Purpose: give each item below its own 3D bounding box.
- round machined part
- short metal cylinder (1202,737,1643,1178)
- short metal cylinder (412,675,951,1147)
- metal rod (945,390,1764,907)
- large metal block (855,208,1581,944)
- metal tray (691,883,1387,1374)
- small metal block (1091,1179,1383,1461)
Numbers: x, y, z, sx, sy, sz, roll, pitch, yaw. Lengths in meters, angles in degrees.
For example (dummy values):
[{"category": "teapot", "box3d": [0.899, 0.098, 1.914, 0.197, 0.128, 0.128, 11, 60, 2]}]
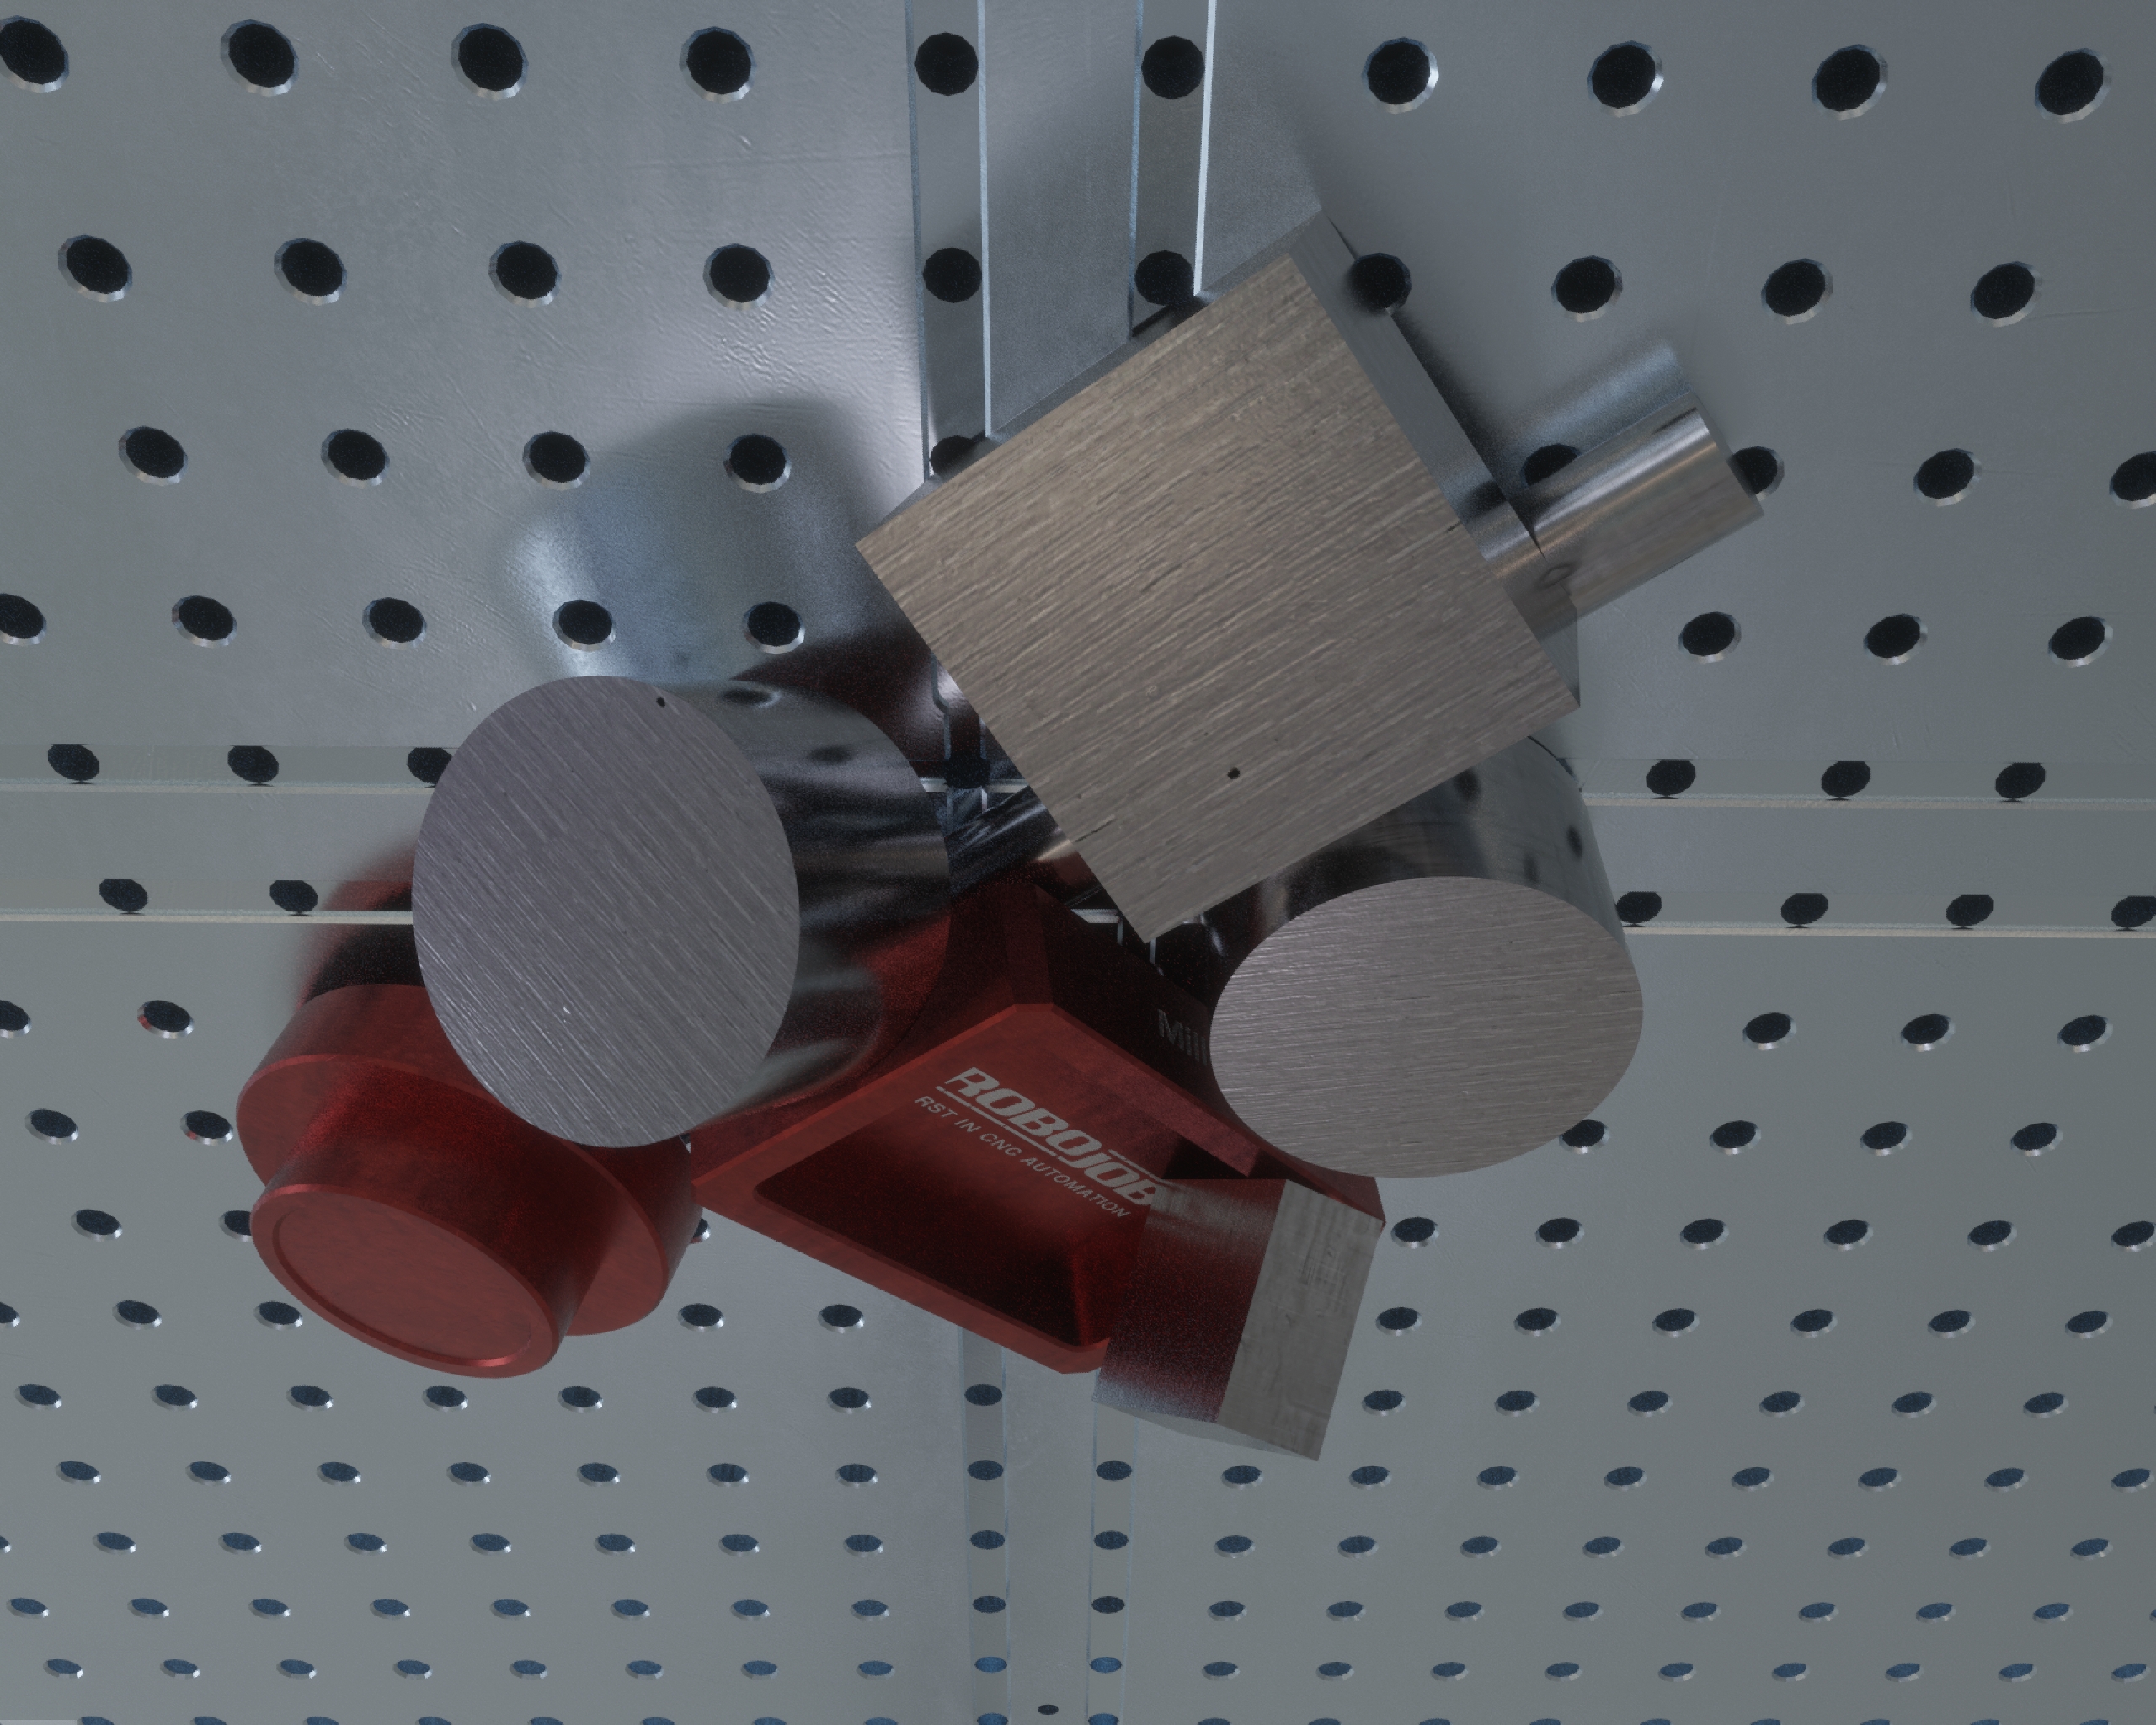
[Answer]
[{"category": "round machined part", "box3d": [-0.134, 0.074, 0.445, 0.098, 0.042, 0.097, 11, 137, 11]}, {"category": "short metal cylinder", "box3d": [0.065, 0.017, 0.409, 0.081, 0.050, 0.079, 0, 130, 0]}, {"category": "short metal cylinder", "box3d": [-0.070, 0.007, 0.373, 0.080, 0.050, 0.079, 2, 94, 25]}, {"category": "metal rod", "box3d": [-0.009, -0.001, 0.413, 0.300, 0.025, 0.025, -30, 124, 23]}, {"category": "large metal block", "box3d": [0.025, -0.046, 0.341, 0.080, 0.050, 0.080, -30, 105, 23]}, {"category": "metal tray", "box3d": [-0.006, 0.062, 0.442, 0.090, 0.030, 0.130, -30, 137, 23]}, {"category": "small metal block", "box3d": [0.033, 0.094, 0.437, 0.025, 0.050, 0.050, 27, 160, -23]}]
